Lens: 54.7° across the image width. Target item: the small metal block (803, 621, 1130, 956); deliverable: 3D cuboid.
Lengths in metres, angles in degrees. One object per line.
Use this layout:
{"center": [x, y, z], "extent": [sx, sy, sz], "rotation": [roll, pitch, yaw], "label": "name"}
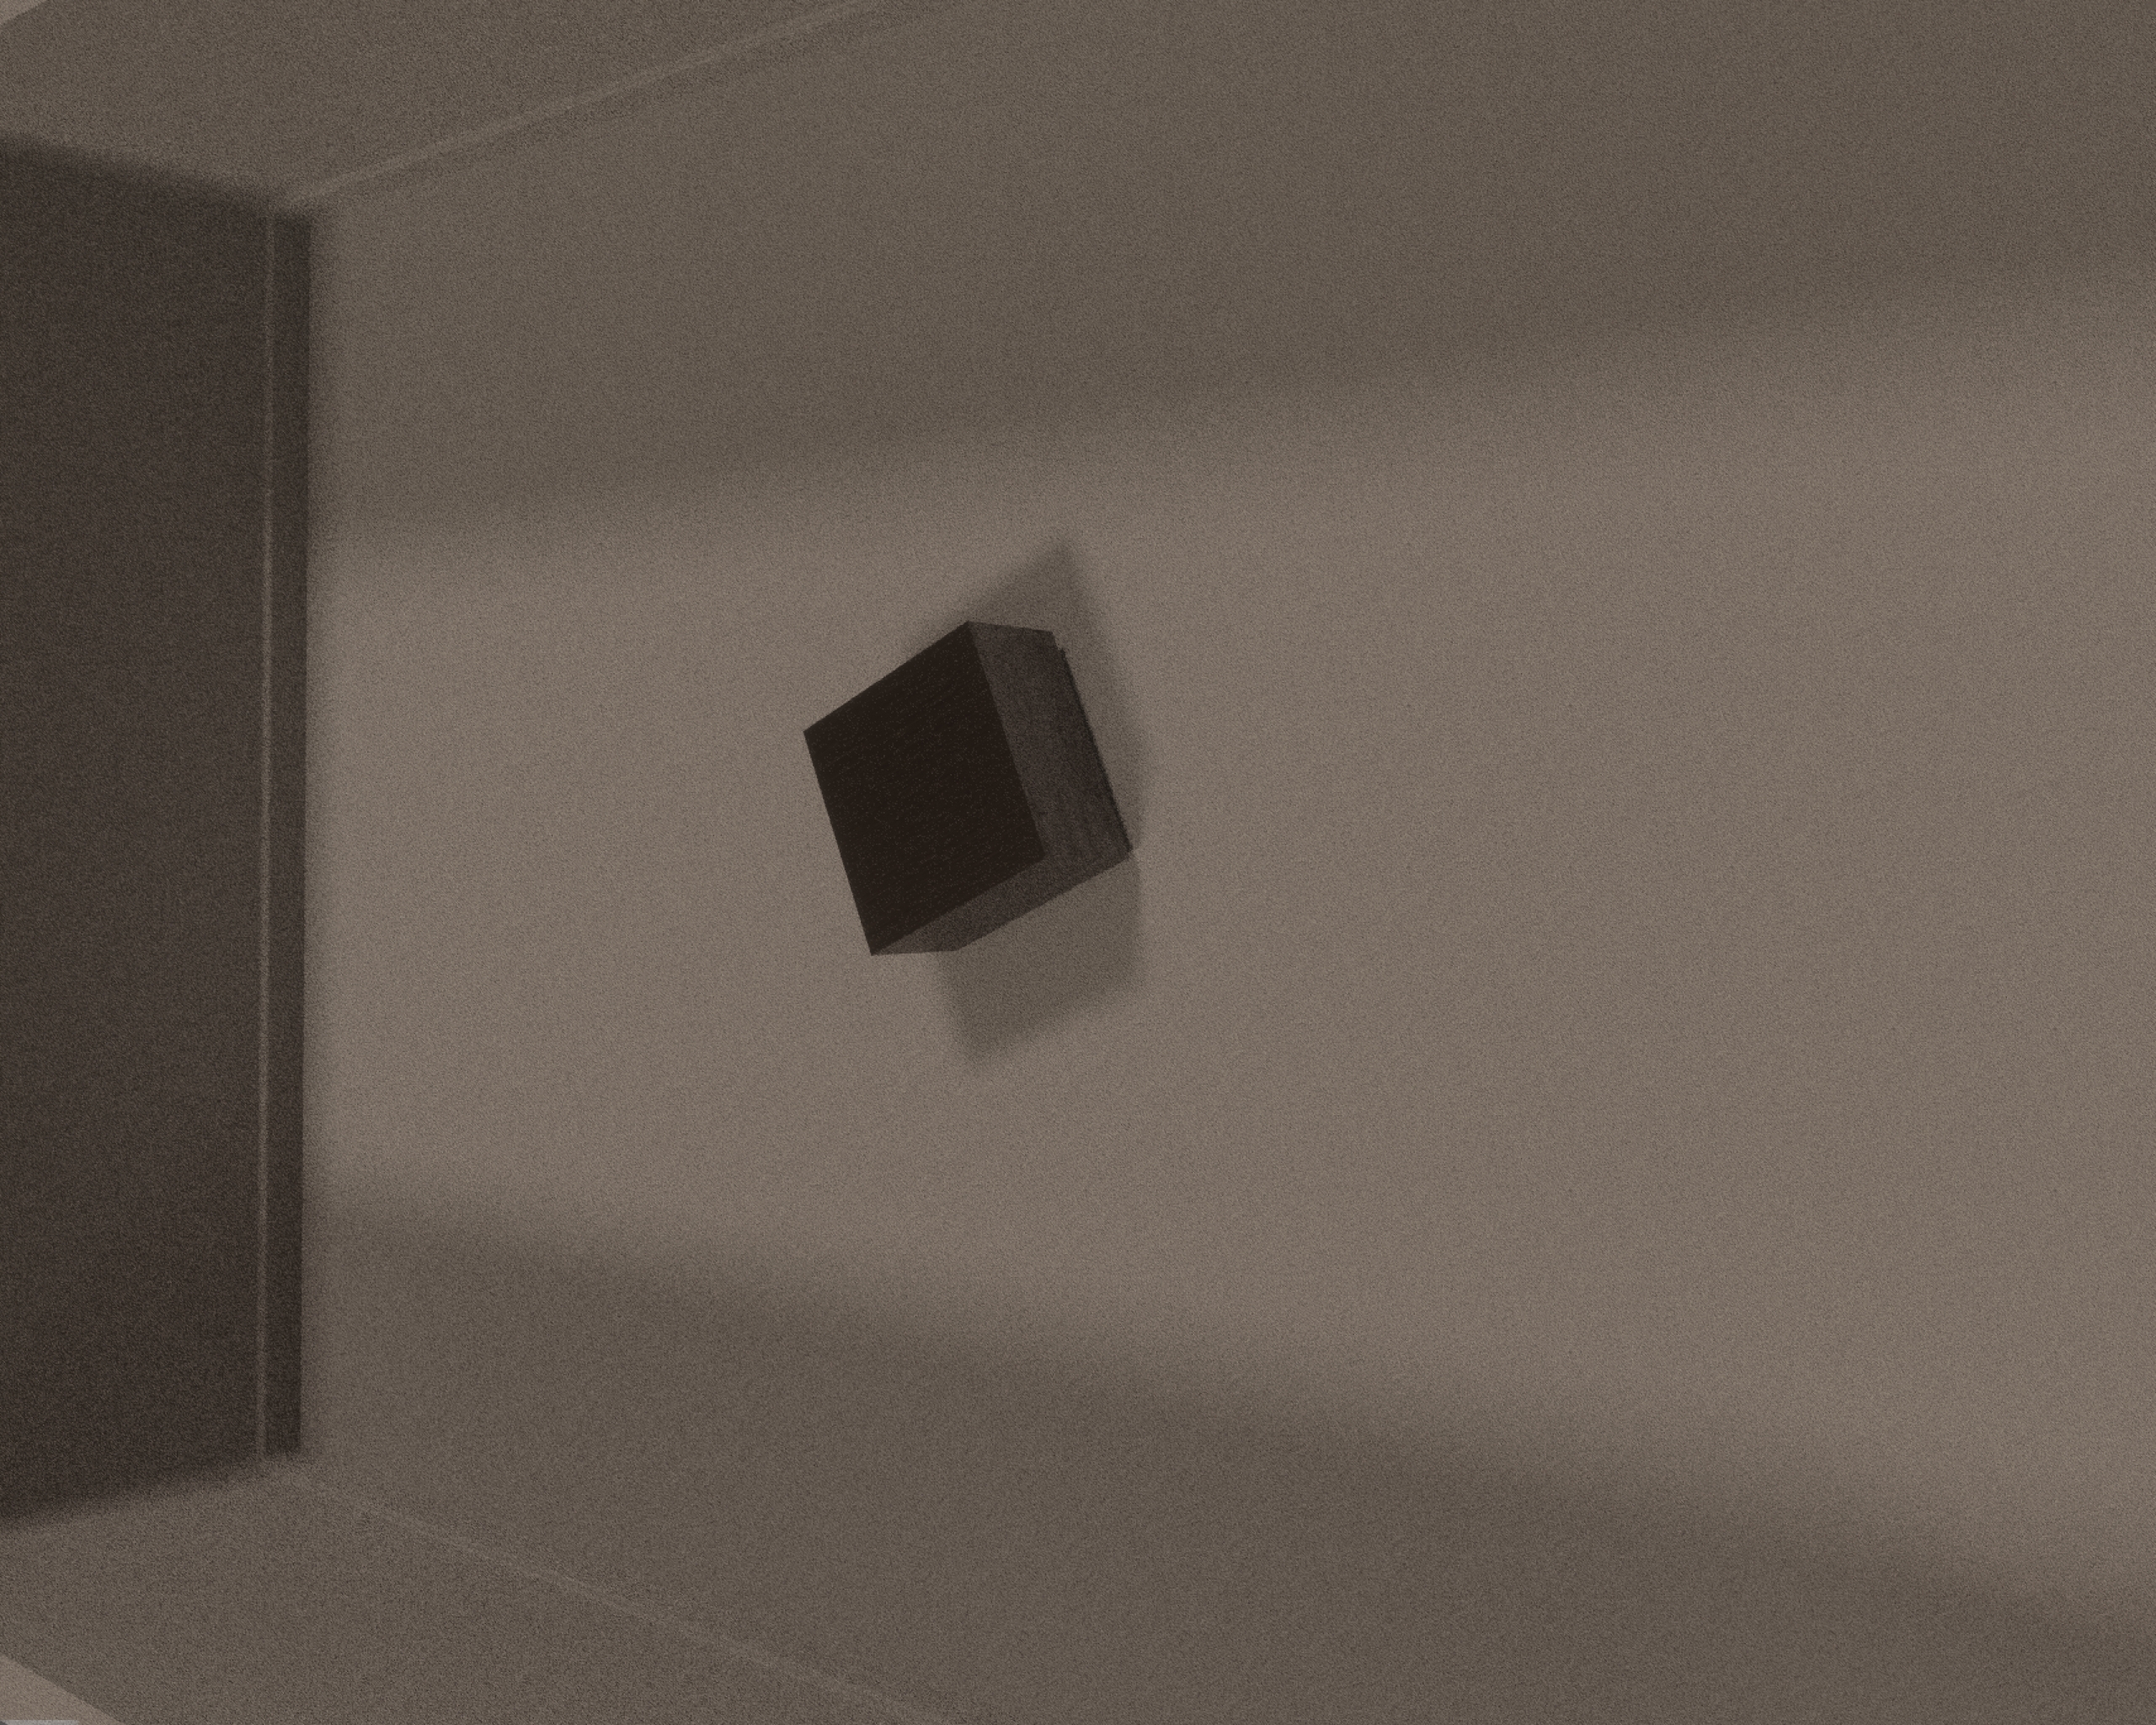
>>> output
{"center": [-0.023, -0.014, 0.419], "extent": [0.050, 0.025, 0.050], "rotation": [-29, 72, 36], "label": "small metal block"}
